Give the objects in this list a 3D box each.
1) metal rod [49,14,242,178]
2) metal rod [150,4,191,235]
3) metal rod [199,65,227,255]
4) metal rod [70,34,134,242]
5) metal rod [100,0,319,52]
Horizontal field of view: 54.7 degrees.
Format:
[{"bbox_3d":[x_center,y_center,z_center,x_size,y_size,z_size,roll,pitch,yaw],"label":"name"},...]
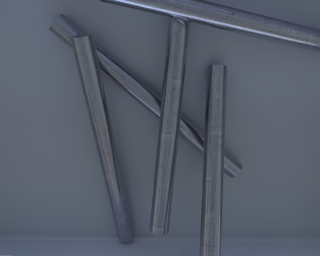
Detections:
[{"bbox_3d":[-0.008,-0.033,0.399,0.301,0.025,0.025,39,105,-13],"label":"metal rod"},{"bbox_3d":[0.013,-0.013,0.379,0.025,0.025,0.298,5,100,-2],"label":"metal rod"},{"bbox_3d":[0.064,0.073,0.374,0.025,0.025,0.298,3,85,-1],"label":"metal rod"},{"bbox_3d":[-0.069,0.031,0.407,0.025,0.025,0.298,-7,116,2],"label":"metal rod"},{"bbox_3d":[0.087,-0.119,0.346,0.302,0.025,0.025,9,110,-12],"label":"metal rod"}]
